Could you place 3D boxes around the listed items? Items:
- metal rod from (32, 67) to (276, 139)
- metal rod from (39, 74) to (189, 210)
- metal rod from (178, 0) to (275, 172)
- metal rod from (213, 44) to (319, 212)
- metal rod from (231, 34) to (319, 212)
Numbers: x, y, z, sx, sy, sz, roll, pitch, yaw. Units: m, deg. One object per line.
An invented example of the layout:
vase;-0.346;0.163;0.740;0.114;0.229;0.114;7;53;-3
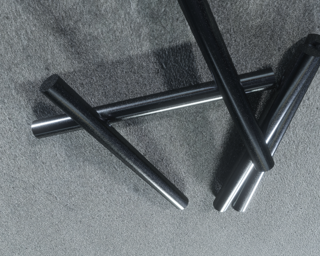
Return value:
metal rod;-0.015;-0.028;0.383;0.301;0.025;0.025;-12;129;9
metal rod;-0.039;0.039;0.416;0.025;0.025;0.300;-24;134;19
metal rod;0.064;-0.065;0.326;0.025;0.025;0.299;-22;119;17
metal rod;0.127;0.025;0.416;0.025;0.025;0.298;7;134;-7
metal rod;0.151;0.018;0.424;0.025;0.025;0.298;5;130;-5
